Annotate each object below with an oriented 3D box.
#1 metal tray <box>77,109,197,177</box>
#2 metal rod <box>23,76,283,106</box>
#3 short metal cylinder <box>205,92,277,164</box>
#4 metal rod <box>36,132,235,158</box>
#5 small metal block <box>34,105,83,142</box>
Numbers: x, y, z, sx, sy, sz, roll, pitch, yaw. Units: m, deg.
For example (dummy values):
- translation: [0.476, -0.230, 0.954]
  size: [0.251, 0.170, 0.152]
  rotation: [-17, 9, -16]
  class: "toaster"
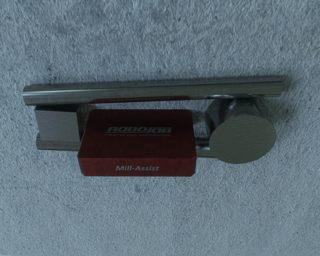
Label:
- translation: [-0.025, 0.016, 0.377]
  size: [0.131, 0.090, 0.030]
  rotation: [0, 130, 0]
  class: "metal tray"
- translation: [-0.009, -0.044, 0.371]
  size: [0.302, 0.025, 0.025]
  rotation: [-2, 130, 1]
  class: "metal rod"
- translation: [0.099, 0.000, 0.393]
  size: [0.081, 0.050, 0.079]
  rotation: [0, 130, 0]
  class: "short metal cylinder"
- translation: [-0.014, 0.025, 0.430]
  size: [0.302, 0.025, 0.025]
  rotation: [3, 130, -3]
  class: "metal rod"
- translation: [-0.129, -0.009, 0.400]
  size: [0.050, 0.025, 0.050]
  rotation: [3, 130, -3]
  class: "small metal block"
